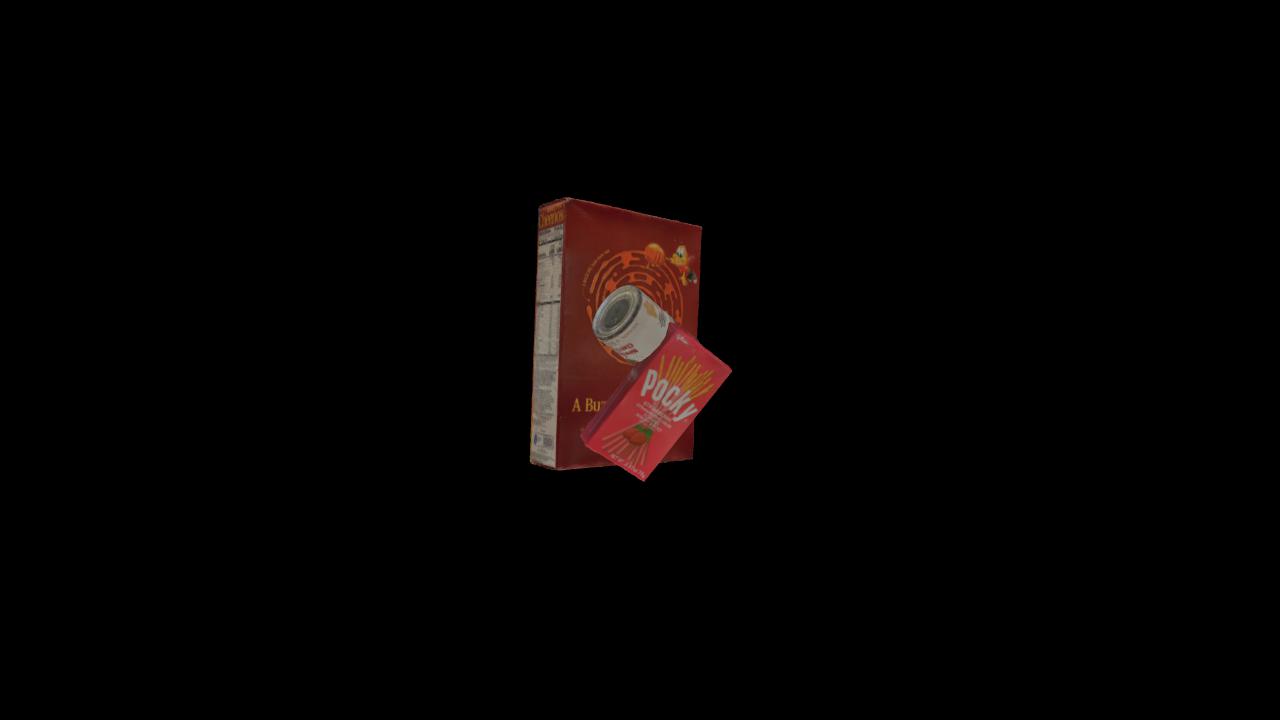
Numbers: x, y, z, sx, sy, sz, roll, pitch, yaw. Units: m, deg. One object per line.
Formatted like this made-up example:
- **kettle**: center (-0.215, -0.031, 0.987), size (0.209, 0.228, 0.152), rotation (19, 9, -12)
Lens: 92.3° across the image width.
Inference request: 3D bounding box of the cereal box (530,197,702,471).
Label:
- **cereal box**: center (-0.025, -0.027, 0.752), size (0.203, 0.306, 0.081), rotation (2, -1, -36)

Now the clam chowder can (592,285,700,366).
- **clam chowder can**: center (0.008, -0.025, 0.650), size (0.068, 0.068, 0.102), rotation (0, -31, 49)

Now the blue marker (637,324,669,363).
- **blue marker**: center (0.032, -0.004, 0.709), size (0.020, 0.121, 0.020), rotation (-5, 42, 5)

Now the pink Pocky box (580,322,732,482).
- **pink Pocky box**: center (0.017, 0.045, 0.643), size (0.084, 0.155, 0.029), rotation (37, 4, -25)
